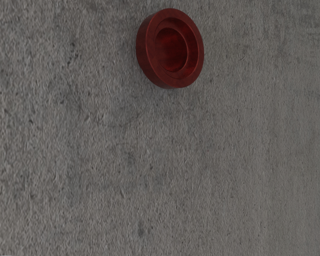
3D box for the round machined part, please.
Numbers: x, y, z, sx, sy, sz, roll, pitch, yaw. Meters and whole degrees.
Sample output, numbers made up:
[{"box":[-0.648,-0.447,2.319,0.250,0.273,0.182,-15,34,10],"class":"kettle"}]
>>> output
[{"box":[0.008,-0.098,0.399,0.099,0.042,0.097,0,90,-40],"class":"round machined part"}]
